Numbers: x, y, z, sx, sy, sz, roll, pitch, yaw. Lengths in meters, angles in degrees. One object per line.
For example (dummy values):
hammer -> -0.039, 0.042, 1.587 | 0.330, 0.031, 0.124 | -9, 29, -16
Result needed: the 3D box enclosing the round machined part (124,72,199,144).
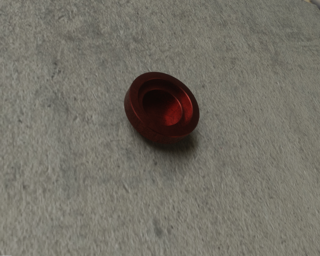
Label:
round machined part -> -0.001, -0.022, 0.408 | 0.099, 0.042, 0.098 | 14, 56, -21
